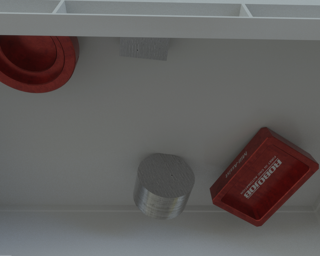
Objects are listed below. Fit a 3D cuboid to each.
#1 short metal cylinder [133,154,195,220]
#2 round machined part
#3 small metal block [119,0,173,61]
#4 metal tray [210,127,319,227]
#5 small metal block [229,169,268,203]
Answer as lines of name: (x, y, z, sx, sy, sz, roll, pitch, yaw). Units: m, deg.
short metal cylinder: (0.005, 0.083, 0.444, 0.081, 0.080, 0.050, 8, 130, -7)
round machined part: (-0.133, -0.088, 0.321, 0.099, 0.042, 0.097, -1, 130, 0)
small metal block: (-0.015, -0.101, 0.323, 0.050, 0.025, 0.050, 5, 130, -5)
metal tray: (0.145, 0.073, 0.443, 0.090, 0.030, 0.129, 30, 112, -13)
small metal block: (0.138, 0.092, 0.489, 0.050, 0.025, 0.050, -3, 130, 2)
